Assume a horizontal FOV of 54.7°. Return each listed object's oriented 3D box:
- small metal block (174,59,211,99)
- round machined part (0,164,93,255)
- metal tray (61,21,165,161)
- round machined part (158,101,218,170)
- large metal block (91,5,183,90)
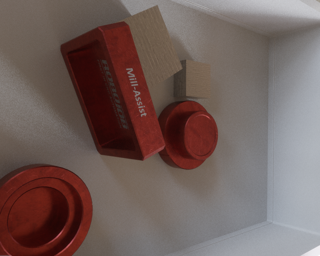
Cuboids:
[{"bbox_3d":[0.047,-0.069,0.448,0.050,0.025,0.050,0,90,-40],"label":"small metal block"},{"bbox_3d":[-0.119,0.083,0.297,0.099,0.042,0.097,0,90,-40],"label":"round machined part"},{"bbox_3d":[-0.051,-0.034,0.322,0.030,0.090,0.129,-28,108,-37],"label":"metal tray"},{"bbox_3d":[0.044,0.010,0.435,0.099,0.042,0.097,0,90,-40],"label":"round machined part"},{"bbox_3d":[-0.030,-0.088,0.367,0.080,0.050,0.080,-38,113,-34],"label":"large metal block"}]
